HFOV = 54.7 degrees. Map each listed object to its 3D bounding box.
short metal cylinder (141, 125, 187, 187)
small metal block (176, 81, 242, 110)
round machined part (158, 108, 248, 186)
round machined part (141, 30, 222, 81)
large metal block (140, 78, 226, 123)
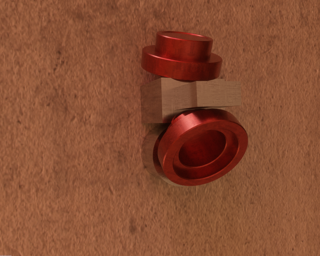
[{"bbox_3d":[0.020,0.033,0.407,0.081,0.050,0.079,0,90,-21],"label":"short metal cylinder"},{"bbox_3d":[0.051,-0.034,0.331,0.050,0.050,0.025,-3,91,-20],"label":"small metal block"},{"bbox_3d":[0.044,0.017,0.348,0.099,0.042,0.097,-11,132,-13],"label":"round machined part"},{"bbox_3d":[0.027,-0.092,0.378,0.099,0.098,0.042,-2,116,-20],"label":"round machined part"},{"bbox_3d":[0.026,-0.032,0.391,0.081,0.080,0.050,-2,91,-20],"label":"large metal block"}]
